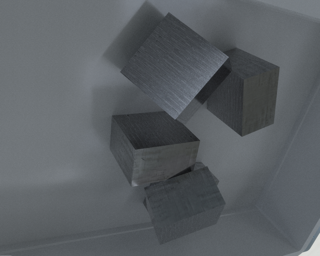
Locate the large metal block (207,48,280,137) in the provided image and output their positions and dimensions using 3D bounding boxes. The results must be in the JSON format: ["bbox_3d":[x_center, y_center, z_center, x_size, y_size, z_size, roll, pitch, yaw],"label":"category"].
[{"bbox_3d":[0.103,-0.049,0.401,0.050,0.080,0.079,-21,127,-17],"label":"large metal block"}]

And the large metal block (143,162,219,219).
[{"bbox_3d":[0.031,0.098,0.472,0.081,0.050,0.079,6,116,-32],"label":"large metal block"}]

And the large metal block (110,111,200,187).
[{"bbox_3d":[-0.010,0.021,0.382,0.081,0.080,0.050,-6,121,-26],"label":"large metal block"}]

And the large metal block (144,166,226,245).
[{"bbox_3d":[0.028,0.099,0.387,0.081,0.050,0.080,-17,148,-10],"label":"large metal block"}]

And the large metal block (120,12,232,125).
[{"bbox_3d":[0.019,-0.062,0.338,0.080,0.080,0.050,-50,164,7],"label":"large metal block"}]
